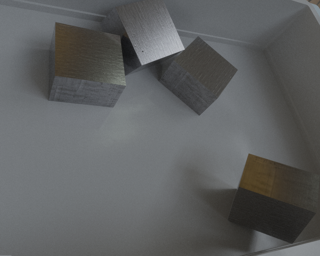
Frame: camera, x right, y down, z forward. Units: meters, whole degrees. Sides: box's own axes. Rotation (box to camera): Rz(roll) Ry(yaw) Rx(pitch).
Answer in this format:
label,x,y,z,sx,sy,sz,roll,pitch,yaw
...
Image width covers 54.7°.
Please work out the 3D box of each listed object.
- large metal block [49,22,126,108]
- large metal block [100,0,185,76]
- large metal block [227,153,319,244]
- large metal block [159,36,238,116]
label,x,y,z,sx,sy,sz,roll,pitch,yaw
large metal block,-0.093,-0.076,0.386,0.081,0.050,0.080,5,60,-26
large metal block,-0.024,-0.129,0.437,0.081,0.050,0.080,-29,97,-34
large metal block,0.133,0.085,0.372,0.080,0.080,0.050,17,50,15
large metal block,0.059,-0.080,0.470,0.080,0.050,0.080,40,51,-1
